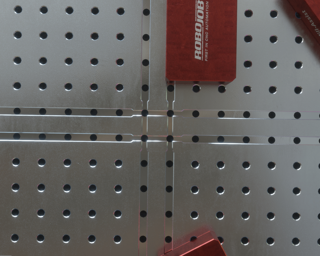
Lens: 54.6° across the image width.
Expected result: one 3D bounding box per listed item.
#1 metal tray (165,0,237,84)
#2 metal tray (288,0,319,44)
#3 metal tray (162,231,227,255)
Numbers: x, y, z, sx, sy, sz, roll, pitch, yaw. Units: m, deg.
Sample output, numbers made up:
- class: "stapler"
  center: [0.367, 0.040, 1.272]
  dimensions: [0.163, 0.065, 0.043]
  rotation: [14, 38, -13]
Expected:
- class: "metal tray"
  center: [0.053, -0.125, 0.411]
  dimensions: [0.090, 0.030, 0.129]
  rotation: [1, 90, 0]
- class: "metal tray"
  center: [0.241, -0.163, 0.412]
  dimensions: [0.090, 0.030, 0.130]
  rotation: [-36, 90, 0]
- class: "metal tray"
  center: [0.063, 0.217, 0.411]
  dimensions: [0.090, 0.030, 0.130]
  rotation: [-27, 90, 0]
